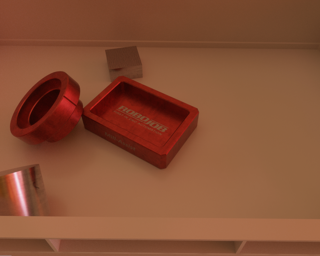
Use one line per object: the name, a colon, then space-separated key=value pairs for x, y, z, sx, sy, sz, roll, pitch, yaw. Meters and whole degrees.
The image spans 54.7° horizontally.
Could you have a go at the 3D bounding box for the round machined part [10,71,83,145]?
round machined part: x=-0.137 y=-0.021 z=0.391 sx=0.098 sy=0.042 sz=0.098 roll=-21 pitch=47 yaw=25

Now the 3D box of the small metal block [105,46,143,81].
small metal block: x=-0.057 y=-0.102 z=0.490 sx=0.050 sy=0.025 sz=0.050 roll=-10 pitch=51 yaw=-9

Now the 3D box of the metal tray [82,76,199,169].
metal tray: x=-0.026 y=-0.013 z=0.411 sx=0.130 sy=0.030 sz=0.090 roll=26 pitch=54 yaw=20

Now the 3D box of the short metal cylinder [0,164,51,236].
short metal cylinder: x=-0.154 y=0.070 z=0.300 sx=0.081 sy=0.080 sz=0.050 roll=-13 pitch=92 yaw=-11
